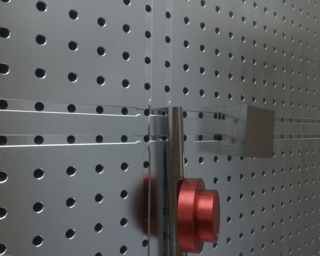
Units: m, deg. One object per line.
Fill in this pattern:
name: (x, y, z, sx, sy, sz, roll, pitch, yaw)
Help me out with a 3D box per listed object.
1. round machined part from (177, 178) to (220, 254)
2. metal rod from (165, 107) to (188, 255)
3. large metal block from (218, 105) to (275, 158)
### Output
round machined part: (0.056, 0.117, 0.416, 0.098, 0.042, 0.097, -2, 90, -72)
metal rod: (0.024, 0.120, 0.429, 0.025, 0.025, 0.298, -3, 92, -40)
large metal block: (0.145, 0.007, 0.514, 0.081, 0.050, 0.080, 7, 86, -40)
